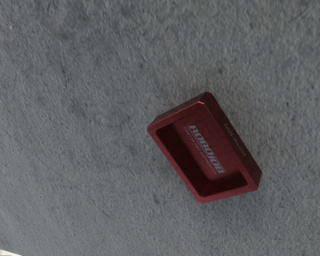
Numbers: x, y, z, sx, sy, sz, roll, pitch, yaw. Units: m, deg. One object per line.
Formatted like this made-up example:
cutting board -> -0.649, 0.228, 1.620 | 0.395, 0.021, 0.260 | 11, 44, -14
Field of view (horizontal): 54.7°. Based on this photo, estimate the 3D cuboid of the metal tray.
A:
metal tray -> 0.056, 0.029, 0.391 | 0.090, 0.030, 0.130 | -26, 105, 36
